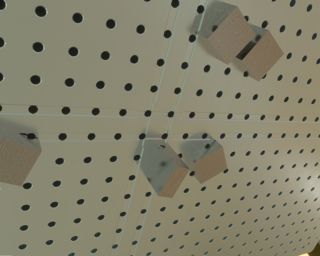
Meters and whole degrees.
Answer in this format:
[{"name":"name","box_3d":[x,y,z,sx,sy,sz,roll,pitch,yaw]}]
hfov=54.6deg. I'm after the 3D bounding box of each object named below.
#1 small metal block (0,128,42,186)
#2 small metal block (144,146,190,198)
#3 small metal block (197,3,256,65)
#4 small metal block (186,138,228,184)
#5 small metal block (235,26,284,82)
[{"name":"small metal block","box_3d":[-0.167,0.032,0.339,0.050,0.025,0.050,24,105,-37]},{"name":"small metal block","box_3d":[0.009,0.062,0.437,0.025,0.050,0.050,18,109,-35]},{"name":"small metal block","box_3d":[0.082,-0.116,0.384,0.050,0.025,0.050,-48,129,5]},{"name":"small metal block","box_3d":[0.074,0.052,0.483,0.050,0.025,0.050,-28,128,-11]},{"name":"small metal block","box_3d":[0.132,-0.100,0.421,0.050,0.025,0.050,-49,129,6]}]
